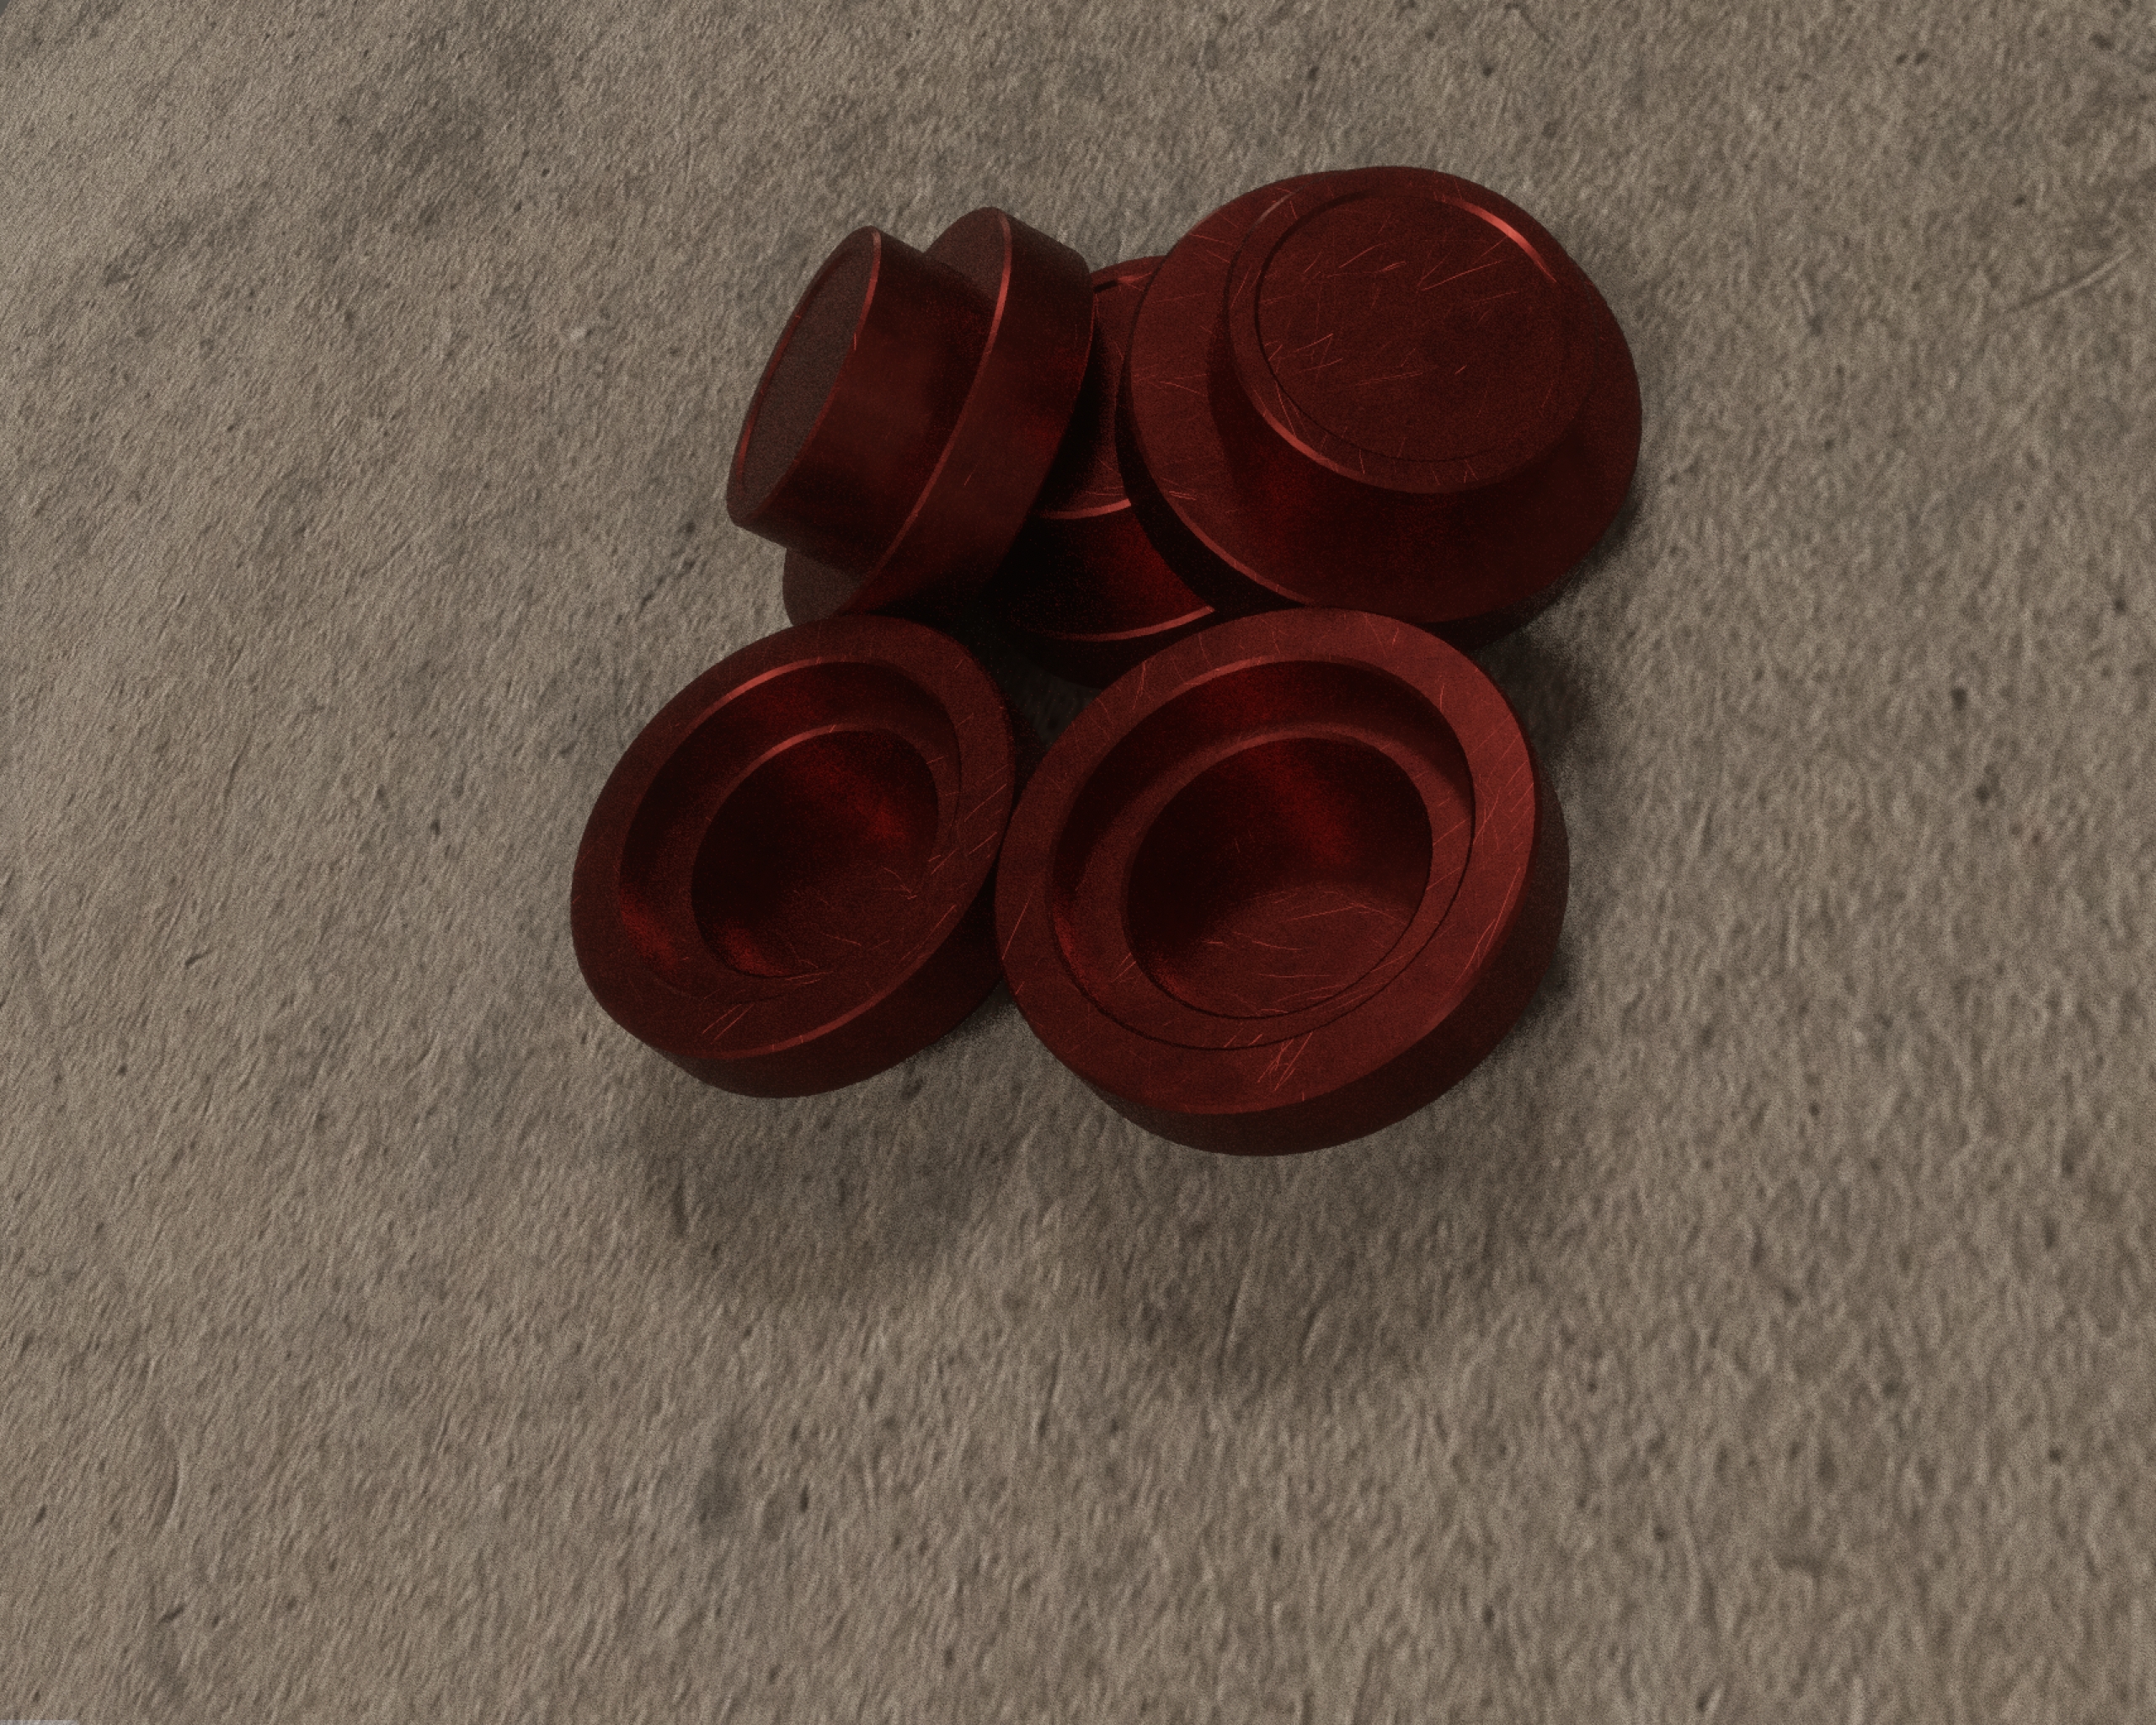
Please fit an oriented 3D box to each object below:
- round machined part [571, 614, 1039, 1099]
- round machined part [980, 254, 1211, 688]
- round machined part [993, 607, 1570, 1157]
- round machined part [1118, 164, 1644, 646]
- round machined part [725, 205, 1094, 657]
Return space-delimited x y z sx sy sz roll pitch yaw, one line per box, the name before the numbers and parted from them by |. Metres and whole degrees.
round machined part | -0.048 0.002 0.417 0.098 0.042 0.098 -13 56 20
round machined part | 0.015 -0.088 0.438 0.098 0.042 0.098 -13 56 20
round machined part | 0.038 0.007 0.369 0.098 0.042 0.098 -13 56 20
round machined part | 0.058 -0.090 0.390 0.099 0.042 0.098 2 71 -5
round machined part | -0.041 -0.094 0.442 0.098 0.042 0.098 -44 33 40
